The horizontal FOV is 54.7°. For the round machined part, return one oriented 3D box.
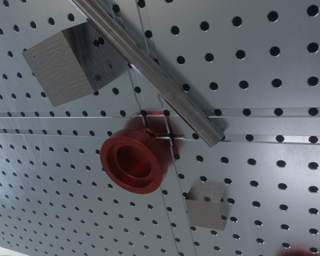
[{"bbox_3d":[-0.033,0.044,0.445,0.098,0.042,0.097,13,124,21],"label":"round machined part"}]

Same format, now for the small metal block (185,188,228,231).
[{"bbox_3d":[0.068,0.117,0.448,0.050,0.025,0.050,1,119,27],"label":"small metal block"}]

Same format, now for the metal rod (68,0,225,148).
[{"bbox_3d":[-0.034,-0.092,0.372,0.300,0.025,0.025,46,129,-4],"label":"metal rod"}]

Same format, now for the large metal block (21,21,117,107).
[{"bbox_3d":[-0.118,-0.082,0.407,0.080,0.050,0.080,-13,112,33],"label":"large metal block"}]
